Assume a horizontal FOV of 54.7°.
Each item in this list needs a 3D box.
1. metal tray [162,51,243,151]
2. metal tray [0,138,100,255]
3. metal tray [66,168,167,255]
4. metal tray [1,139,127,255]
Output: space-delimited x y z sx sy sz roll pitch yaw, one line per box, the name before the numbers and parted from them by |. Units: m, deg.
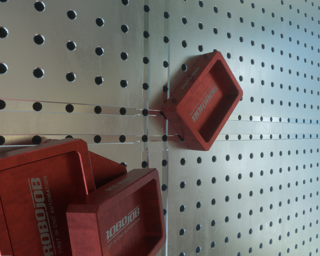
metal tray | 0.069 -0.041 0.465 0.090 0.030 0.130 52 60 -28
metal tray | -0.103 0.081 0.281 0.091 0.030 0.129 -15 100 -39
metal tray | -0.034 0.099 0.309 0.131 0.030 0.089 -18 102 -67
metal tray | -0.097 0.087 0.326 0.090 0.030 0.130 30 71 -36
